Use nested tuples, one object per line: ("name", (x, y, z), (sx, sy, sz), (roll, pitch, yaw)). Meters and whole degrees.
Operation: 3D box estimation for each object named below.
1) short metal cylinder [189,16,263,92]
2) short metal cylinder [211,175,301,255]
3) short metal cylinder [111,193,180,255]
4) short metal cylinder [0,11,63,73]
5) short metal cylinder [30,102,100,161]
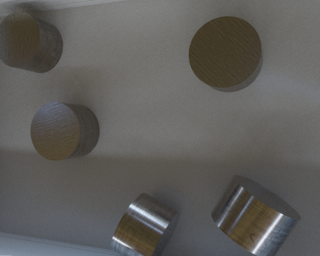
("short metal cylinder", (0.080, -0.085, 0.369), (0.080, 0.050, 0.079), (0, 90, 19))
("short metal cylinder", (0.105, 0.096, 0.344), (0.080, 0.080, 0.050), (32, 100, 17))
("short metal cylinder", (-0.016, 0.129, 0.386), (0.050, 0.080, 0.080), (26, 98, 18))
("short metal cylinder", (-0.195, -0.126, 0.464), (0.080, 0.050, 0.079), (0, 90, 19))
("short metal cylinder", (-0.135, 0.005, 0.443), (0.080, 0.050, 0.079), (0, 90, 19))
